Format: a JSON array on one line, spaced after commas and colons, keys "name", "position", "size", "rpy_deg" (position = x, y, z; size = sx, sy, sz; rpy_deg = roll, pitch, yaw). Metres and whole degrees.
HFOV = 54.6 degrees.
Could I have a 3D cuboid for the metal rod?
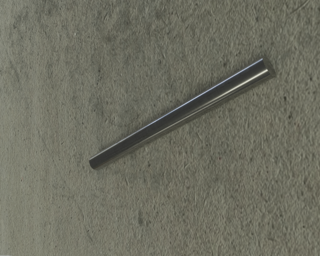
[{"name": "metal rod", "position": [0.005, -0.004, 0.401], "size": [0.299, 0.025, 0.025], "rpy_deg": [-29, 72, 36]}]
